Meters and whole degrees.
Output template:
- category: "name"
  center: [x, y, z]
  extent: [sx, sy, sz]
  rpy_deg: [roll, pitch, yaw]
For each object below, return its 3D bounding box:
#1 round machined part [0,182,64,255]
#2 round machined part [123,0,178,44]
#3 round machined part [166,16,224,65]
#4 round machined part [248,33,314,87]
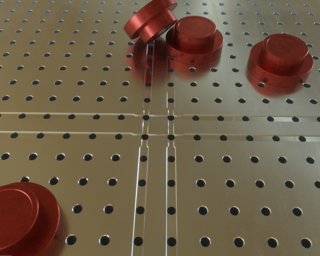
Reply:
- category: "round machined part"
  center: [-0.152, 0.097, 0.315]
  extent: [0.099, 0.042, 0.098]
  rpy_deg: [0, 50, 0]
- category: "round machined part"
  center: [-0.010, -0.178, 0.523]
  extent: [0.098, 0.098, 0.042]
  rpy_deg: [-40, 99, -29]
- category: "round machined part"
  center: [0.059, -0.155, 0.527]
  extent: [0.099, 0.042, 0.098]
  rpy_deg: [0, 50, 0]
- category: "round machined part"
  center: [0.194, -0.114, 0.493]
  extent: [0.099, 0.042, 0.098]
  rpy_deg: [0, 50, 0]
